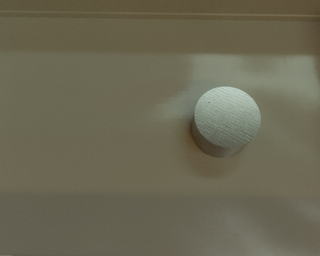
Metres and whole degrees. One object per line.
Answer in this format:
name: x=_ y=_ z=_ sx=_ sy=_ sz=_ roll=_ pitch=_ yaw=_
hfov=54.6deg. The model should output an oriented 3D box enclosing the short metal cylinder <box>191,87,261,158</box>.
short metal cylinder: x=0.082 y=-0.006 z=0.399 sx=0.080 sy=0.050 sz=0.080 roll=0 pitch=70 yaw=0
